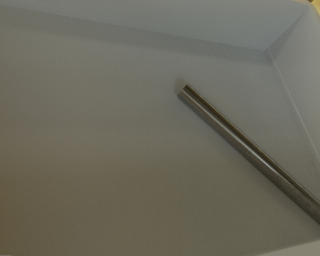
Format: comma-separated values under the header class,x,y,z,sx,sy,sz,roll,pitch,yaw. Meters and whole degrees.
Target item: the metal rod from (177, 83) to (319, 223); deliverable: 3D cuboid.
class,x,y,z,sx,sy,sz,roll,pitch,yaw
metal rod,0.145,0.043,0.456,0.300,0.025,0.025,42,51,0
